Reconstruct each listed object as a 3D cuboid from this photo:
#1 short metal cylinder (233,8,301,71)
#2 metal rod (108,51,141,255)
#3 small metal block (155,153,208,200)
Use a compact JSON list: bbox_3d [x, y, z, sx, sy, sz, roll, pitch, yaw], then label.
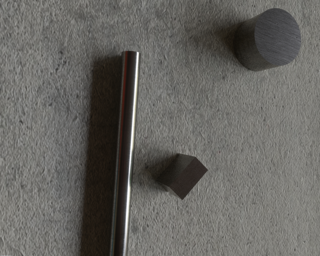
[{"bbox_3d":[0.156,-0.127,0.454,0.081,0.050,0.080,0,90,-20],"label":"short metal cylinder"},{"bbox_3d":[-0.046,0.054,0.392,0.025,0.025,0.298,4,89,-20],"label":"metal rod"},{"bbox_3d":[0.027,0.062,0.406,0.050,0.050,0.025,-47,105,-14],"label":"small metal block"}]
